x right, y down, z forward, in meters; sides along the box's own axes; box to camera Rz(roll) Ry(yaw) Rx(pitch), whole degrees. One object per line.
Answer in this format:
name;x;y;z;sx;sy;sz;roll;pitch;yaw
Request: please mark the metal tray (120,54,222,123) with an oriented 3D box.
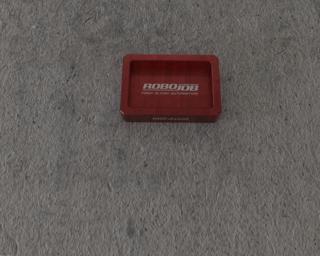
metal tray;0.014;-0.054;0.425;0.131;0.030;0.090;1;70;0
